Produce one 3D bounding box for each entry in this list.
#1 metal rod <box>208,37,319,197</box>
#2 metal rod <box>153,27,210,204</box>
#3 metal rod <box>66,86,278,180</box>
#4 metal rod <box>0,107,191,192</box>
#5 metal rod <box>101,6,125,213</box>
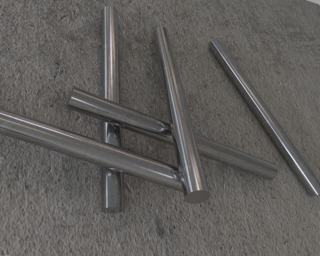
[{"bbox_3d":[0.169,-0.026,0.510,0.025,0.025,0.299,-20,72,-35],"label":"metal rod"},{"bbox_3d":[0.018,-0.043,0.396,0.025,0.025,0.300,12,43,-22],"label":"metal rod"},{"bbox_3d":[0.033,0.015,0.391,0.302,0.025,0.025,21,54,-24],"label":"metal rod"},{"bbox_3d":[-0.112,0.009,0.315,0.302,0.025,0.025,19,54,-9],"label":"metal rod"},{"bbox_3d":[-0.062,-0.044,0.396,0.025,0.025,0.299,8,58,-24],"label":"metal rod"}]
